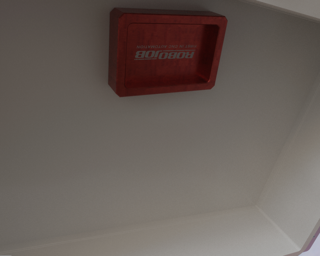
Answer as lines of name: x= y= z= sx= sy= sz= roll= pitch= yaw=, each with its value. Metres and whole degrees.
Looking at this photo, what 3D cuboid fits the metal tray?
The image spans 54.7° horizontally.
metal tray: x=0.009 y=-0.087 z=0.357 sx=0.131 sy=0.030 sz=0.089 roll=-8 pitch=122 yaw=-25
